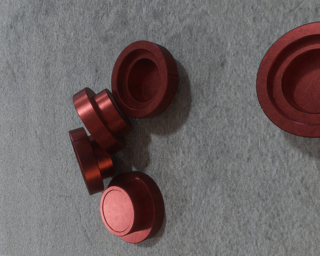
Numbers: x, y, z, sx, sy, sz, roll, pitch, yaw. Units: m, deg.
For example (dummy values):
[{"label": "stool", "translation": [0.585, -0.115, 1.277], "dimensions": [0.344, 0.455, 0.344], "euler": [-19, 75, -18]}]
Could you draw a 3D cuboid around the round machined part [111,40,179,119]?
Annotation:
[{"label": "round machined part", "translation": [-0.015, -0.061, 0.404], "dimensions": [0.098, 0.042, 0.097], "euler": [0, 90, 39]}]

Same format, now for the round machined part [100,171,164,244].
[{"label": "round machined part", "translation": [-0.045, 0.110, 0.429], "dimensions": [0.098, 0.042, 0.097], "euler": [0, 90, 39]}]

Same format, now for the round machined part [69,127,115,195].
[{"label": "round machined part", "translation": [-0.097, 0.044, 0.451], "dimensions": [0.098, 0.042, 0.097], "euler": [162, 90, -72]}]

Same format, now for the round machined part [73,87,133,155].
[{"label": "round machined part", "translation": [-0.072, -0.015, 0.425], "dimensions": [0.042, 0.098, 0.098], "euler": [-32, 67, 2]}]

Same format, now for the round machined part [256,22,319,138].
[{"label": "round machined part", "translation": [0.141, -0.040, 0.277], "dimensions": [0.098, 0.042, 0.097], "euler": [0, 90, 39]}]
